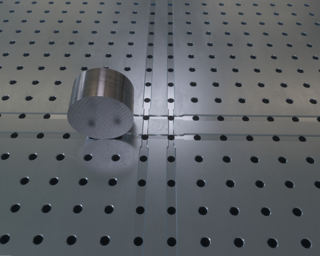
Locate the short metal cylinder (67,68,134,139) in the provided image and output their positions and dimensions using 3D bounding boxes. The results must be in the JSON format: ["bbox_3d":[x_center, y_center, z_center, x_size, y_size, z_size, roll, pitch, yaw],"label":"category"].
[{"bbox_3d":[-0.074,-0.030,0.397,0.080,0.080,0.050,-2,50,-2],"label":"short metal cylinder"}]
